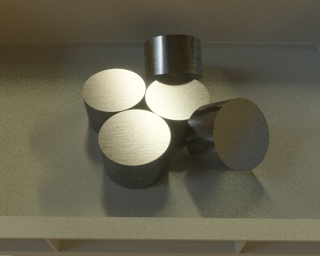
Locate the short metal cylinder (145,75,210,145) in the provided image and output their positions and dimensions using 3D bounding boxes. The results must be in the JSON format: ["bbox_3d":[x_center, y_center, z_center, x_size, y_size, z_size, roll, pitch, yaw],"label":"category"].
[{"bbox_3d":[0.022,-0.024,0.407,0.081,0.050,0.080,0,50,0],"label":"short metal cylinder"}]

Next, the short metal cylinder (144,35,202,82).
[{"bbox_3d":[0.019,-0.095,0.438,0.081,0.080,0.050,-2,89,-2],"label":"short metal cylinder"}]

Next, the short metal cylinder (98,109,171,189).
[{"bbox_3d":[-0.028,0.024,0.366,0.081,0.050,0.080,0,50,0],"label":"short metal cylinder"}]

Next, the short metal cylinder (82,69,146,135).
[{"bbox_3d":[-0.059,-0.034,0.414,0.081,0.050,0.080,0,50,0],"label":"short metal cylinder"}]

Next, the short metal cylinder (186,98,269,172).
[{"bbox_3d":[0.077,0.009,0.354,0.081,0.050,0.080,3,85,-29],"label":"short metal cylinder"}]
